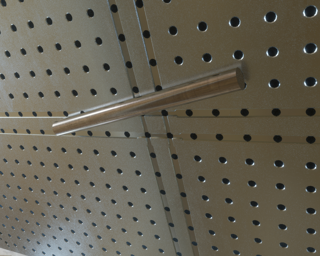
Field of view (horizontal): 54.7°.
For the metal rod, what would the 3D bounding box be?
[{"bbox_3d":[-0.037,-0.026,0.412,0.300,0.025,0.025,-12,112,33],"label":"metal rod"}]
